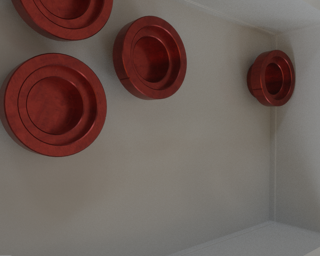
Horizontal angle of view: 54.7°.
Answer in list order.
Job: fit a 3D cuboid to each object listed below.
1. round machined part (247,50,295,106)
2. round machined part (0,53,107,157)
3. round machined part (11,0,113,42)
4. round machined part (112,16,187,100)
[{"bbox_3d":[0.194,-0.087,0.553,0.099,0.042,0.097,-2,93,-35],"label":"round machined part"},{"bbox_3d":[-0.106,-0.021,0.306,0.099,0.042,0.097,0,90,-40],"label":"round machined part"},{"bbox_3d":[-0.099,-0.136,0.306,0.099,0.042,0.097,-10,106,-40],"label":"round machined part"},{"bbox_3d":[-0.016,-0.083,0.381,0.099,0.042,0.097,0,90,-40],"label":"round machined part"}]
